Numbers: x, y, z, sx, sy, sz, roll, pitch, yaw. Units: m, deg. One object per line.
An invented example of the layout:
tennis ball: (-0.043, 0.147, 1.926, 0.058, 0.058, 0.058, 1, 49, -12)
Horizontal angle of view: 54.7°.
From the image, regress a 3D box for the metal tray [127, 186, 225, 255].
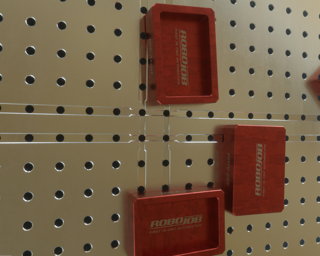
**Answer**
metal tray: (0.024, 0.131, 0.420, 0.131, 0.030, 0.089, -1, 91, -21)

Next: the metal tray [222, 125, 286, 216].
metal tray: (0.141, 0.061, 0.464, 0.091, 0.030, 0.129, 2, 90, -21)

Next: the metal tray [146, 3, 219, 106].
metal tray: (0.031, -0.097, 0.422, 0.091, 0.030, 0.129, -3, 91, -20)
